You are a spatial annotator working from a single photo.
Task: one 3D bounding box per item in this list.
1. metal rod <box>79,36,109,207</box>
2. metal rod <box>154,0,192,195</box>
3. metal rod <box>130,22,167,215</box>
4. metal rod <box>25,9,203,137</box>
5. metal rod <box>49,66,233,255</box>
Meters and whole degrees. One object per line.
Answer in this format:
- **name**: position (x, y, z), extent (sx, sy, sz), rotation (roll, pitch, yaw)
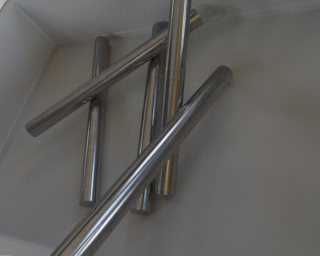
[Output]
- **metal rod**: position (-0.097, -0.029, 0.474), extent (0.025, 0.025, 0.299), rotation (-16, 55, 19)
- **metal rod**: position (0.018, -0.073, 0.366), extent (0.025, 0.025, 0.298), rotation (3, 87, 30)
- **metal rod**: position (-0.011, -0.032, 0.431), extent (0.025, 0.025, 0.299), rotation (-9, 58, 23)
- **metal rod**: position (-0.071, -0.078, 0.457), extent (0.300, 0.025, 0.025), rotation (-33, 52, 6)
- **metal rod**: position (0.006, 0.016, 0.313), extent (0.025, 0.025, 0.301), rotation (11, 42, 33)
